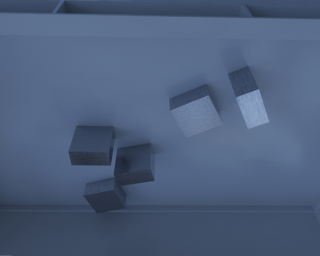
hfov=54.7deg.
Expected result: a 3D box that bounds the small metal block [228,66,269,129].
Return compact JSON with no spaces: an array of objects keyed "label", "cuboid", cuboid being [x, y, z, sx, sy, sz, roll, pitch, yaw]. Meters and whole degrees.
[{"label":"small metal block","cuboid":[0.104,-0.036,0.364,0.025,0.050,0.050,-20,128,16]}]

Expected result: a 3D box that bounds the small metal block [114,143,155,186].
[{"label":"small metal block","cuboid":[-0.035,0.051,0.436,0.050,0.050,0.025,-10,130,7]}]

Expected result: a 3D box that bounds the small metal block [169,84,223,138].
[{"label":"small metal block","cuboid":[0.046,-0.021,0.392,0.050,0.025,0.050,-22,127,17]}]

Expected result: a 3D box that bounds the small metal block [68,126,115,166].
[{"label":"small metal block","cuboid":[-0.089,0.023,0.411,0.050,0.050,0.025,1,130,-1]}]

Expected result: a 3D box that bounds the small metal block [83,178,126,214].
[{"label":"small metal block","cuboid":[-0.088,0.110,0.501,0.050,0.025,0.050,-13,129,10]}]
